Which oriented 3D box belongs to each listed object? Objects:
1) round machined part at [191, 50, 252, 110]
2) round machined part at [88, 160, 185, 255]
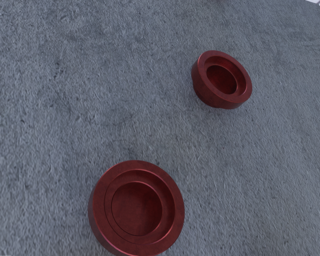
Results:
[{"bbox_3d":[0.091,-0.070,0.485,0.099,0.042,0.098,14,56,-21],"label":"round machined part"},{"bbox_3d":[-0.027,0.087,0.325,0.099,0.042,0.098,14,56,-21],"label":"round machined part"}]
